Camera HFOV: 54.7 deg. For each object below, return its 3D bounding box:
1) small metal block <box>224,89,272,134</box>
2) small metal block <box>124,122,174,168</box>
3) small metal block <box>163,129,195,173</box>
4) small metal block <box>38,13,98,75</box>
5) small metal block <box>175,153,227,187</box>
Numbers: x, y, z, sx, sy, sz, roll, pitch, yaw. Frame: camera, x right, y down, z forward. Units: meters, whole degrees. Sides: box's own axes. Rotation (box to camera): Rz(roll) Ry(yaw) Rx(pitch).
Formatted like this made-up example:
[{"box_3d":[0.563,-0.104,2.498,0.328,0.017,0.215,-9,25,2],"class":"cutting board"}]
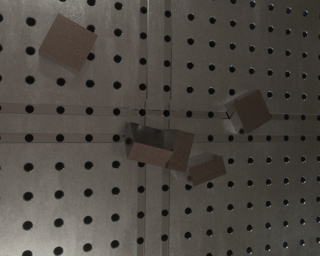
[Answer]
[{"box_3d":[0.131,-0.024,0.463,0.050,0.025,0.050,-29,100,-18],"class":"small metal block"},{"box_3d":[-0.016,0.021,0.391,0.050,0.050,0.025,15,115,-20],"class":"small metal block"},{"box_3d":[0.018,0.029,0.407,0.025,0.050,0.050,16,85,-20],"class":"small metal block"},{"box_3d":[-0.110,-0.099,0.372,0.050,0.025,0.050,27,81,-19],"class":"small metal block"},{"box_3d":[0.053,0.055,0.420,0.050,0.050,0.025,-18,96,-20],"class":"small metal block"}]
